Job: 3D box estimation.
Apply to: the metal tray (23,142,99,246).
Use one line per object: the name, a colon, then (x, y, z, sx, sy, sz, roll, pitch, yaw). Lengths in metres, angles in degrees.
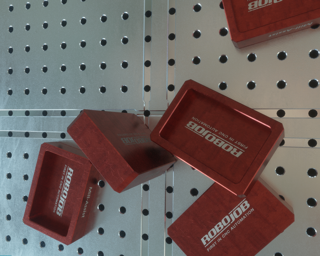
metal tray: (-0.146, 0.094, 0.462, 0.090, 0.030, 0.129, 17, 96, 19)

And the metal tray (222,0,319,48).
metal tray: (0.140, -0.157, 0.360, 0.130, 0.030, 0.090, -13, 86, 19)

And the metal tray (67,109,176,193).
metal tray: (-0.039, 0.022, 0.371, 0.030, 0.130, 0.090, -45, 76, 15)

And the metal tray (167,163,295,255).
metal tray: (0.084, 0.115, 0.381, 0.090, 0.030, 0.130, 45, 104, 14)

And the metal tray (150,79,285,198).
metal tray: (0.064, 0.009, 0.364, 0.130, 0.030, 0.090, 31, 87, 27)
